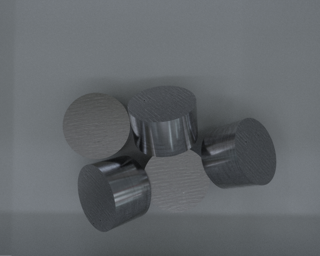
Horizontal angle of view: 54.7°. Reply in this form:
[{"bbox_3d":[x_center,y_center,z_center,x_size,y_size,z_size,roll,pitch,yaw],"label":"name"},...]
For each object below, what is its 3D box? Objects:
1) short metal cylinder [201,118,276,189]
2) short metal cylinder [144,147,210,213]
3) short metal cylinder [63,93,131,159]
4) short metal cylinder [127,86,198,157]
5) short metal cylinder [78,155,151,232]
[{"bbox_3d":[0.097,0.032,0.378,0.081,0.050,0.080,14,67,-37],"label":"short metal cylinder"},{"bbox_3d":[0.020,0.062,0.398,0.081,0.050,0.079,0,90,-1],"label":"short metal cylinder"},{"bbox_3d":[-0.076,-0.003,0.395,0.081,0.050,0.079,0,90,-1],"label":"short metal cylinder"},{"bbox_3d":[0.005,-0.010,0.375,0.081,0.080,0.050,-8,126,-1],"label":"short metal cylinder"},{"bbox_3d":[-0.057,0.077,0.375,0.050,0.080,0.080,-11,90,-43],"label":"short metal cylinder"}]
